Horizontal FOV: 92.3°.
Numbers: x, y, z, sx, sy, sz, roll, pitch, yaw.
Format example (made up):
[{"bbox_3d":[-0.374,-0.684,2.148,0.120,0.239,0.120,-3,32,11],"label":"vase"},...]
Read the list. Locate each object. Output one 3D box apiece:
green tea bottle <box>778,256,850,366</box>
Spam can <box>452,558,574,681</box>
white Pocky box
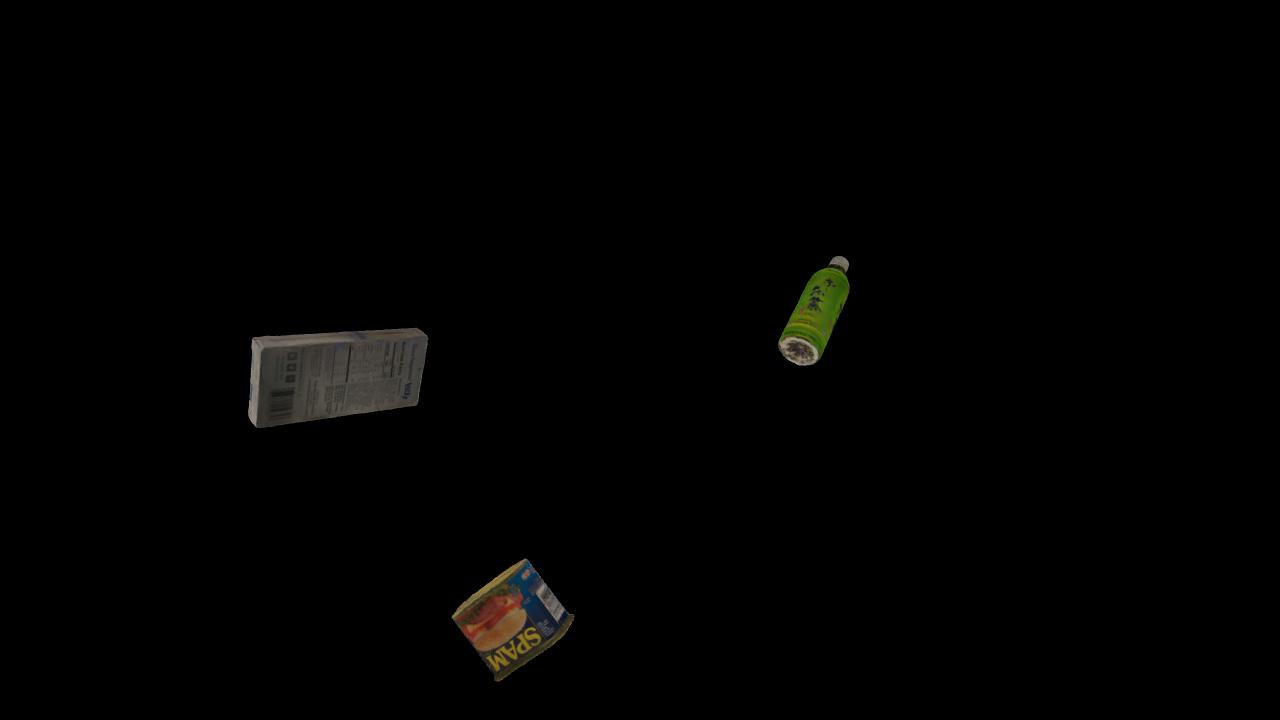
[{"bbox_3d":[0.290,-0.089,0.995,0.073,0.212,0.073,22,-31,14],"label":"green tea bottle"},{"bbox_3d":[-0.138,0.277,0.662,0.101,0.085,0.058,-37,-2,12],"label":"Spam can"},{"bbox_3d":[-0.284,0.014,0.589,0.028,0.084,0.154,32,25,35],"label":"white Pocky box"}]
